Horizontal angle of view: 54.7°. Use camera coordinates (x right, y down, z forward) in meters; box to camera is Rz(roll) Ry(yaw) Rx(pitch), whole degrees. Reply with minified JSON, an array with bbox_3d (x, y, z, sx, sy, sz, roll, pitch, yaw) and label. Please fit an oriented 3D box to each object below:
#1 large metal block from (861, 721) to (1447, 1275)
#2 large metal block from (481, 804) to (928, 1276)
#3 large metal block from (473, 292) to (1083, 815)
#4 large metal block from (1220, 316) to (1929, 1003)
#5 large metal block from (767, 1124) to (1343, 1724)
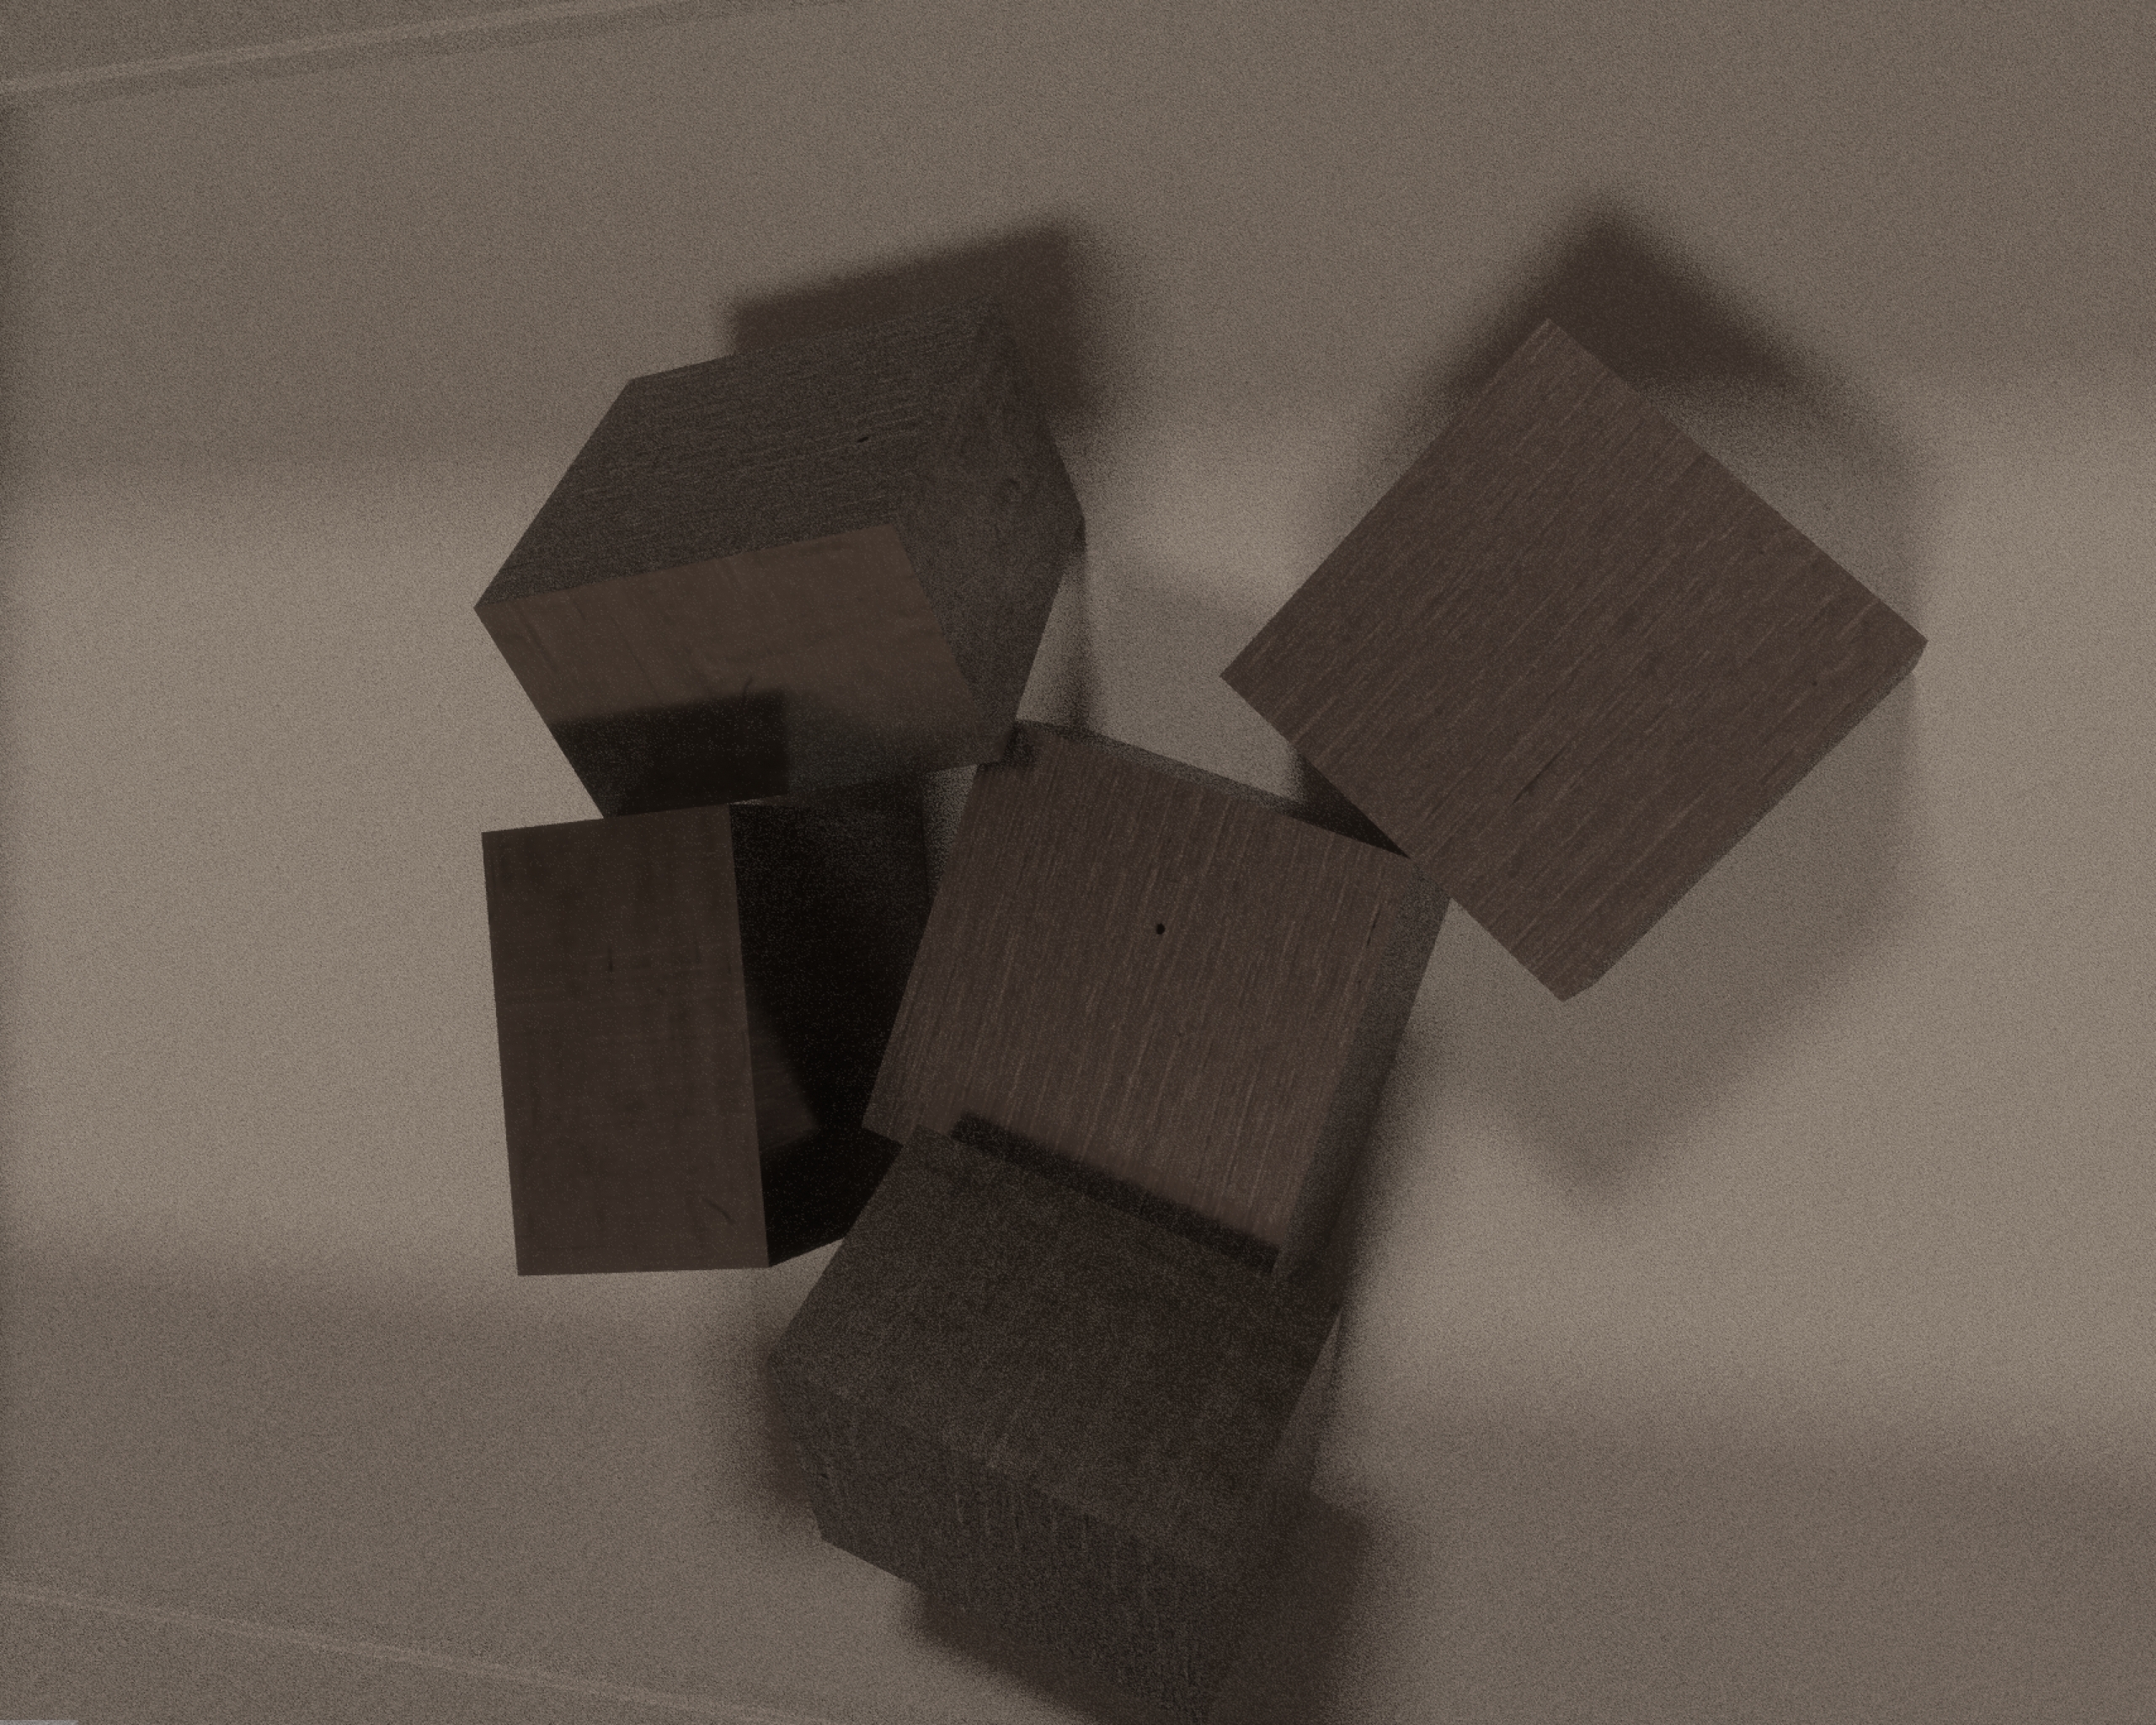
[{"bbox_3d":[0.017,0.024,0.390,0.080,0.050,0.080,20,97,18],"label":"large metal block"},{"bbox_3d":[-0.066,0.032,0.402,0.050,0.080,0.080,-6,88,20],"label":"large metal block"},{"bbox_3d":[-0.052,-0.057,0.391,0.080,0.080,0.050,-8,129,20],"label":"large metal block"},{"bbox_3d":[0.087,-0.033,0.365,0.080,0.050,0.080,45,104,14],"label":"large metal block"},{"bbox_3d":[-0.003,0.102,0.373,0.080,0.080,0.050,21,55,17],"label":"large metal block"}]
